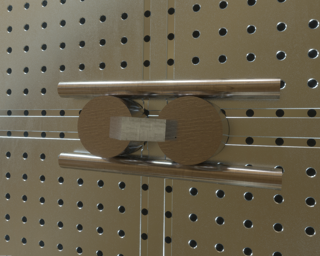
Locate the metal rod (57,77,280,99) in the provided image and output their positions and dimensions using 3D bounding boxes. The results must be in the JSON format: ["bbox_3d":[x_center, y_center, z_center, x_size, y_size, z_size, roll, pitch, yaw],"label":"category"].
[{"bbox_3d":[-0.002,-0.052,0.410,0.301,0.025,0.025,2,91,19],"label":"metal rod"}]

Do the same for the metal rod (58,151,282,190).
[{"bbox_3d":[-0.001,0.053,0.409,0.301,0.025,0.025,3,91,19],"label":"metal rod"}]

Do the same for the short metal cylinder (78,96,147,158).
[{"bbox_3d":[-0.062,-0.002,0.418,0.080,0.050,0.079,0,90,20],"label":"short metal cylinder"}]

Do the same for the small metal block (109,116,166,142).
[{"bbox_3d":[-0.027,0.001,0.356,0.050,0.050,0.025,3,91,-23],"label":"small metal block"}]

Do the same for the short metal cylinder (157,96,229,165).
[{"bbox_3d":[0.041,0.003,0.381,0.080,0.050,0.079,0,90,20],"label":"short metal cylinder"}]
